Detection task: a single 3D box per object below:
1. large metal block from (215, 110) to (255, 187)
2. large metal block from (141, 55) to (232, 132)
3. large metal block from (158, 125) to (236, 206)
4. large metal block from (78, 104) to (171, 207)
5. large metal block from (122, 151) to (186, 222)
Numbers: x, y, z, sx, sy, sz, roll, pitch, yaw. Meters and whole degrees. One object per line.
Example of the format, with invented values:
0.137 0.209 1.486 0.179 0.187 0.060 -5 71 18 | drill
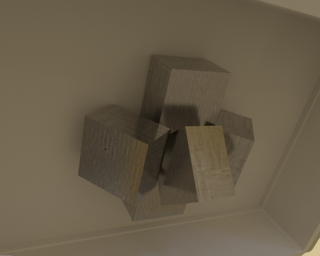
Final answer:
0.090 0.028 0.429 0.050 0.080 0.079 18 115 6 | large metal block
0.029 -0.040 0.379 0.081 0.050 0.079 -2 119 -28 | large metal block
0.036 0.046 0.368 0.050 0.080 0.080 -1 75 -29 | large metal block
-0.042 0.029 0.356 0.050 0.080 0.079 -33 142 -56 | large metal block
-0.002 0.079 0.439 0.081 0.050 0.079 1 118 -29 | large metal block
